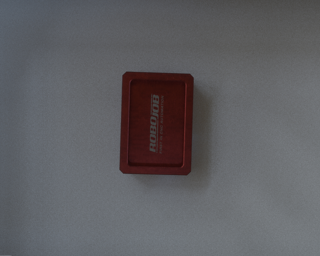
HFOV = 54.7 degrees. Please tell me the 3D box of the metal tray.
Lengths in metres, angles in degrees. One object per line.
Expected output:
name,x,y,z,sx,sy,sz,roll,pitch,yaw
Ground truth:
metal tray,-0.004,-0.006,0.406,0.091,0.030,0.129,2,90,-1
